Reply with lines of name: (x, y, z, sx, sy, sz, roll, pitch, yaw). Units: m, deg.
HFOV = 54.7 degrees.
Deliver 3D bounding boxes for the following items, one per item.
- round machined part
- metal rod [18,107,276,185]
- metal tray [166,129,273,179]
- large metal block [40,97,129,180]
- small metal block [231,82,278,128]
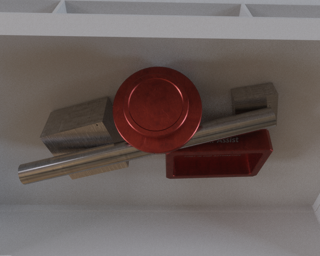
round machined part: (-0.003, -0.021, 0.339, 0.099, 0.097, 0.042, -4, 171, 2)
metal rod: (-0.015, 0.021, 0.366, 0.302, 0.025, 0.025, -13, 130, 1)
metal tray: (0.073, 0.037, 0.418, 0.131, 0.030, 0.090, -2, 150, 0)
large metal block: (-0.091, 0.015, 0.401, 0.080, 0.050, 0.080, -14, 129, 11)
small metal block: (0.118, -0.025, 0.387, 0.050, 0.025, 0.050, -9, 130, 7)
